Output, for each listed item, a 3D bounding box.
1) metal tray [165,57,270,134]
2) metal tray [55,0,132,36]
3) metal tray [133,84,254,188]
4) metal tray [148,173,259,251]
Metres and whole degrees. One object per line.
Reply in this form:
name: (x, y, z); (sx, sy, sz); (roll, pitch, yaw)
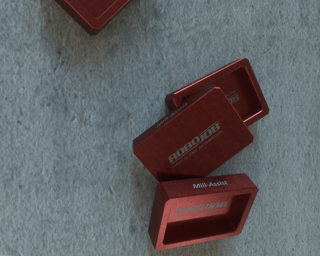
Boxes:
metal tray: (0.083, -0.032, 0.438); (0.131, 0.030, 0.090); (-29, 100, -18)
metal tray: (-0.069, -0.191, 0.380); (0.090, 0.030, 0.130); (44, 76, -15)
metal tray: (0.042, 0.017, 0.397); (0.130, 0.030, 0.090); (-37, 108, 3)
metal tray: (0.056, 0.108, 0.405); (0.131, 0.030, 0.089); (-2, 121, -21)
